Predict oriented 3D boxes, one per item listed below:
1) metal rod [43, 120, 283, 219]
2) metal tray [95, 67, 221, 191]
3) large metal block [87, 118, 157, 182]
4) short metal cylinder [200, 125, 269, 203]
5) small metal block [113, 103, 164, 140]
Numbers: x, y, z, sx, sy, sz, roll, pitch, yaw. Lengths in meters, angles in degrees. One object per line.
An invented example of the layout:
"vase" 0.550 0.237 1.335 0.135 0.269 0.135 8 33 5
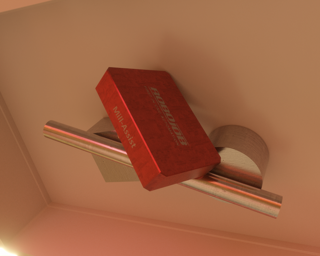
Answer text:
"metal rod" -0.012 0.043 0.372 0.301 0.025 0.025 17 125 18
"metal tray" -0.002 -0.005 0.329 0.030 0.091 0.130 -47 61 38
"large metal block" -0.048 0.027 0.432 0.080 0.050 0.080 -8 115 31
"short metal cylinder" 0.085 0.044 0.372 0.080 0.050 0.079 13 124 20
"small metal block" -0.027 -0.016 0.366 0.050 0.025 0.050 -15 77 5
